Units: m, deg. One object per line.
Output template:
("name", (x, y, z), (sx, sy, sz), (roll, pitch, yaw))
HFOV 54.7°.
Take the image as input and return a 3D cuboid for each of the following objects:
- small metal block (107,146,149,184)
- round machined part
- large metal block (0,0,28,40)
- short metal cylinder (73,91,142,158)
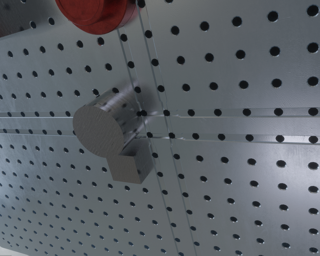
("small metal block", (-0.050, 0.055, 0.472), (0.050, 0.025, 0.050), (2, 120, 27))
("round machined part", (-0.080, -0.153, 0.347), (0.098, 0.042, 0.097), (13, 124, 21))
("large metal block", (-0.240, -0.153, 0.407), (0.050, 0.080, 0.080), (-8, 115, 32))
("short metal cylinder", (-0.072, -0.005, 0.430), (0.080, 0.050, 0.079), (13, 124, 21))
